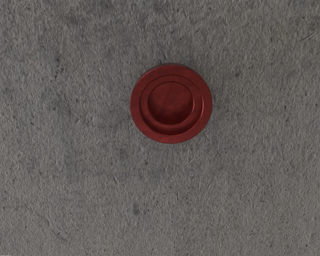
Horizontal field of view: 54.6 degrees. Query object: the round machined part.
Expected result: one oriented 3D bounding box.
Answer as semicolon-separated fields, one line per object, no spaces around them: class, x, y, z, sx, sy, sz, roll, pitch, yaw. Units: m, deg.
round machined part;0.014;-0.033;0.389;0.099;0.042;0.097;0;110;0
